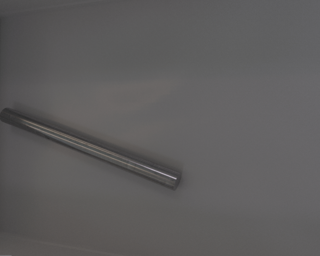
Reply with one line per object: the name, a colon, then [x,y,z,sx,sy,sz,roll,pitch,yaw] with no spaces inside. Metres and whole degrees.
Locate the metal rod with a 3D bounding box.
metal rod: [-0.112,0.024,0.450,0.301,0.025,0.025,19,96,19]
